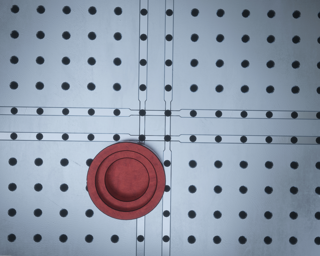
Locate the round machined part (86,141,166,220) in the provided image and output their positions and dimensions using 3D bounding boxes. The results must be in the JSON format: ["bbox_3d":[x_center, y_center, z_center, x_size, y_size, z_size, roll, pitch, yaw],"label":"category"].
[{"bbox_3d":[-0.042,0.066,0.404,0.099,0.042,0.097,0,90,-1],"label":"round machined part"}]
